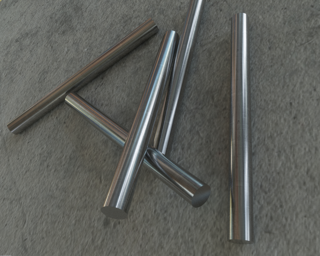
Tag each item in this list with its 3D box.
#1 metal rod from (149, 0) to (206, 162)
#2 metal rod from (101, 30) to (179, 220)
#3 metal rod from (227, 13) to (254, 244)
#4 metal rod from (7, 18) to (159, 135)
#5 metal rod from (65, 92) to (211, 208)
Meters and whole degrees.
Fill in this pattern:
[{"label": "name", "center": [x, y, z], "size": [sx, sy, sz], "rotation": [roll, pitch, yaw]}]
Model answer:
[{"label": "metal rod", "center": [0.029, -0.081, 0.436], "size": [0.025, 0.025, 0.300], "rotation": [0, 62, 28]}, {"label": "metal rod", "center": [-0.012, -0.031, 0.382], "size": [0.025, 0.025, 0.300], "rotation": [-7, 44, 24]}, {"label": "metal rod", "center": [0.095, -0.022, 0.366], "size": [0.025, 0.025, 0.299], "rotation": [-6, 59, 25]}, {"label": "metal rod", "center": [-0.131, -0.085, 0.522], "size": [0.300, 0.025, 0.025], "rotation": [-35, 52, 4]}, {"label": "metal rod", "center": [-0.052, 0.009, 0.400], "size": [0.025, 0.025, 0.300], "rotation": [-51, 45, -8]}]
